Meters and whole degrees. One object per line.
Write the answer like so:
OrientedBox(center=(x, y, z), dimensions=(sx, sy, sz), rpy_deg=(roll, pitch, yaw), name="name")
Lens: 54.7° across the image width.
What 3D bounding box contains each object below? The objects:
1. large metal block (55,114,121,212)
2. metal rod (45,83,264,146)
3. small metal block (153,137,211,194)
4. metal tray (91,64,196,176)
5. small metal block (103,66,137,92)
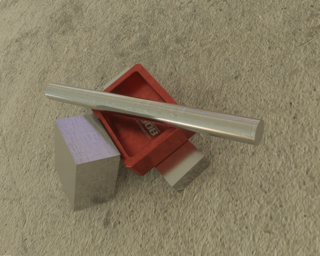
OrientedBox(center=(-0.093, 0.041, 0.381), dimensions=(0.050, 0.079, 0.080), rpy_deg=(-11, 43, -30), name="large metal block")
OrientedBox(center=(-0.032, -0.024, 0.365), dimensions=(0.300, 0.025, 0.025), rpy_deg=(13, 68, 33), name="metal rod")
OrientedBox(center=(0.023, 0.040, 0.368), dimensions=(0.050, 0.025, 0.050), rpy_deg=(-43, 51, -2), name="small metal block")
OrientedBox(center=(-0.026, -0.015, 0.391), dimensions=(0.090, 0.030, 0.130), rpy_deg=(-39, 51, 1), name="metal tray")
OrientedBox(center=(-0.050, -0.057, 0.465), dimensions=(0.050, 0.025, 0.050), rpy_deg=(-39, 51, 2), name="small metal block")
